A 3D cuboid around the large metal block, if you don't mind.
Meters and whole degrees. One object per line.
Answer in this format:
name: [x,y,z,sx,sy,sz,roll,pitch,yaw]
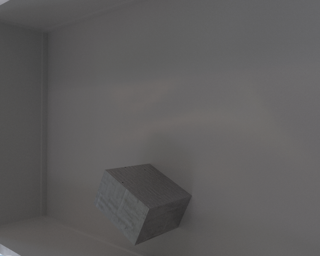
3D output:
large metal block: [-0.021,0.090,0.389,0.080,0.081,0.050,33,110,35]
